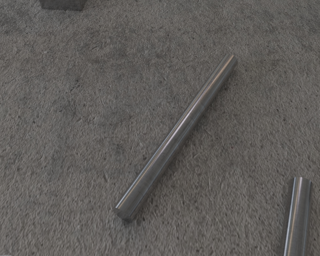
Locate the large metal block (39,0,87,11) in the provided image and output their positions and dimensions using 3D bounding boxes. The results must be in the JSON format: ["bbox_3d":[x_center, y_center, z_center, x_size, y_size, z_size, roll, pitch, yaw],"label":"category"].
[{"bbox_3d":[-0.191,-0.280,0.621,0.080,0.050,0.080,4,50,3],"label":"large metal block"}]

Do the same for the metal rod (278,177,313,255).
[{"bbox_3d":[0.104,0.170,0.261,0.025,0.025,0.301,17,52,14],"label":"metal rod"}]

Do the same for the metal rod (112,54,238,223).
[{"bbox_3d":[0.036,-0.008,0.409,0.025,0.025,0.301,24,54,19],"label":"metal rod"}]
